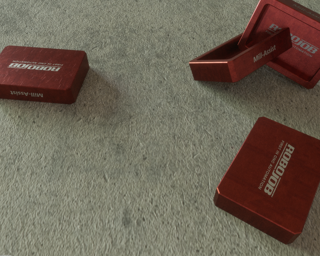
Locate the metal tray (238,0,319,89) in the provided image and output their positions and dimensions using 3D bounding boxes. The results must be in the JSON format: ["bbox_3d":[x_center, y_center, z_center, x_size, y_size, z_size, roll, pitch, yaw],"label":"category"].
[{"bbox_3d":[0.192,-0.128,0.453,0.130,0.089,0.030,36,47,14],"label":"metal tray"}]

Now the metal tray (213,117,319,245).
[{"bbox_3d":[0.131,0.053,0.356,0.090,0.030,0.131,26,55,20],"label":"metal tray"}]

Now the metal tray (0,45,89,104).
[{"bbox_3d":[-0.183,-0.082,0.468,0.131,0.030,0.090,5,50,4],"label":"metal tray"}]

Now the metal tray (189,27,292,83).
[{"bbox_3d":[0.120,-0.111,0.465,0.131,0.030,0.090,-32,25,-24],"label":"metal tray"}]
